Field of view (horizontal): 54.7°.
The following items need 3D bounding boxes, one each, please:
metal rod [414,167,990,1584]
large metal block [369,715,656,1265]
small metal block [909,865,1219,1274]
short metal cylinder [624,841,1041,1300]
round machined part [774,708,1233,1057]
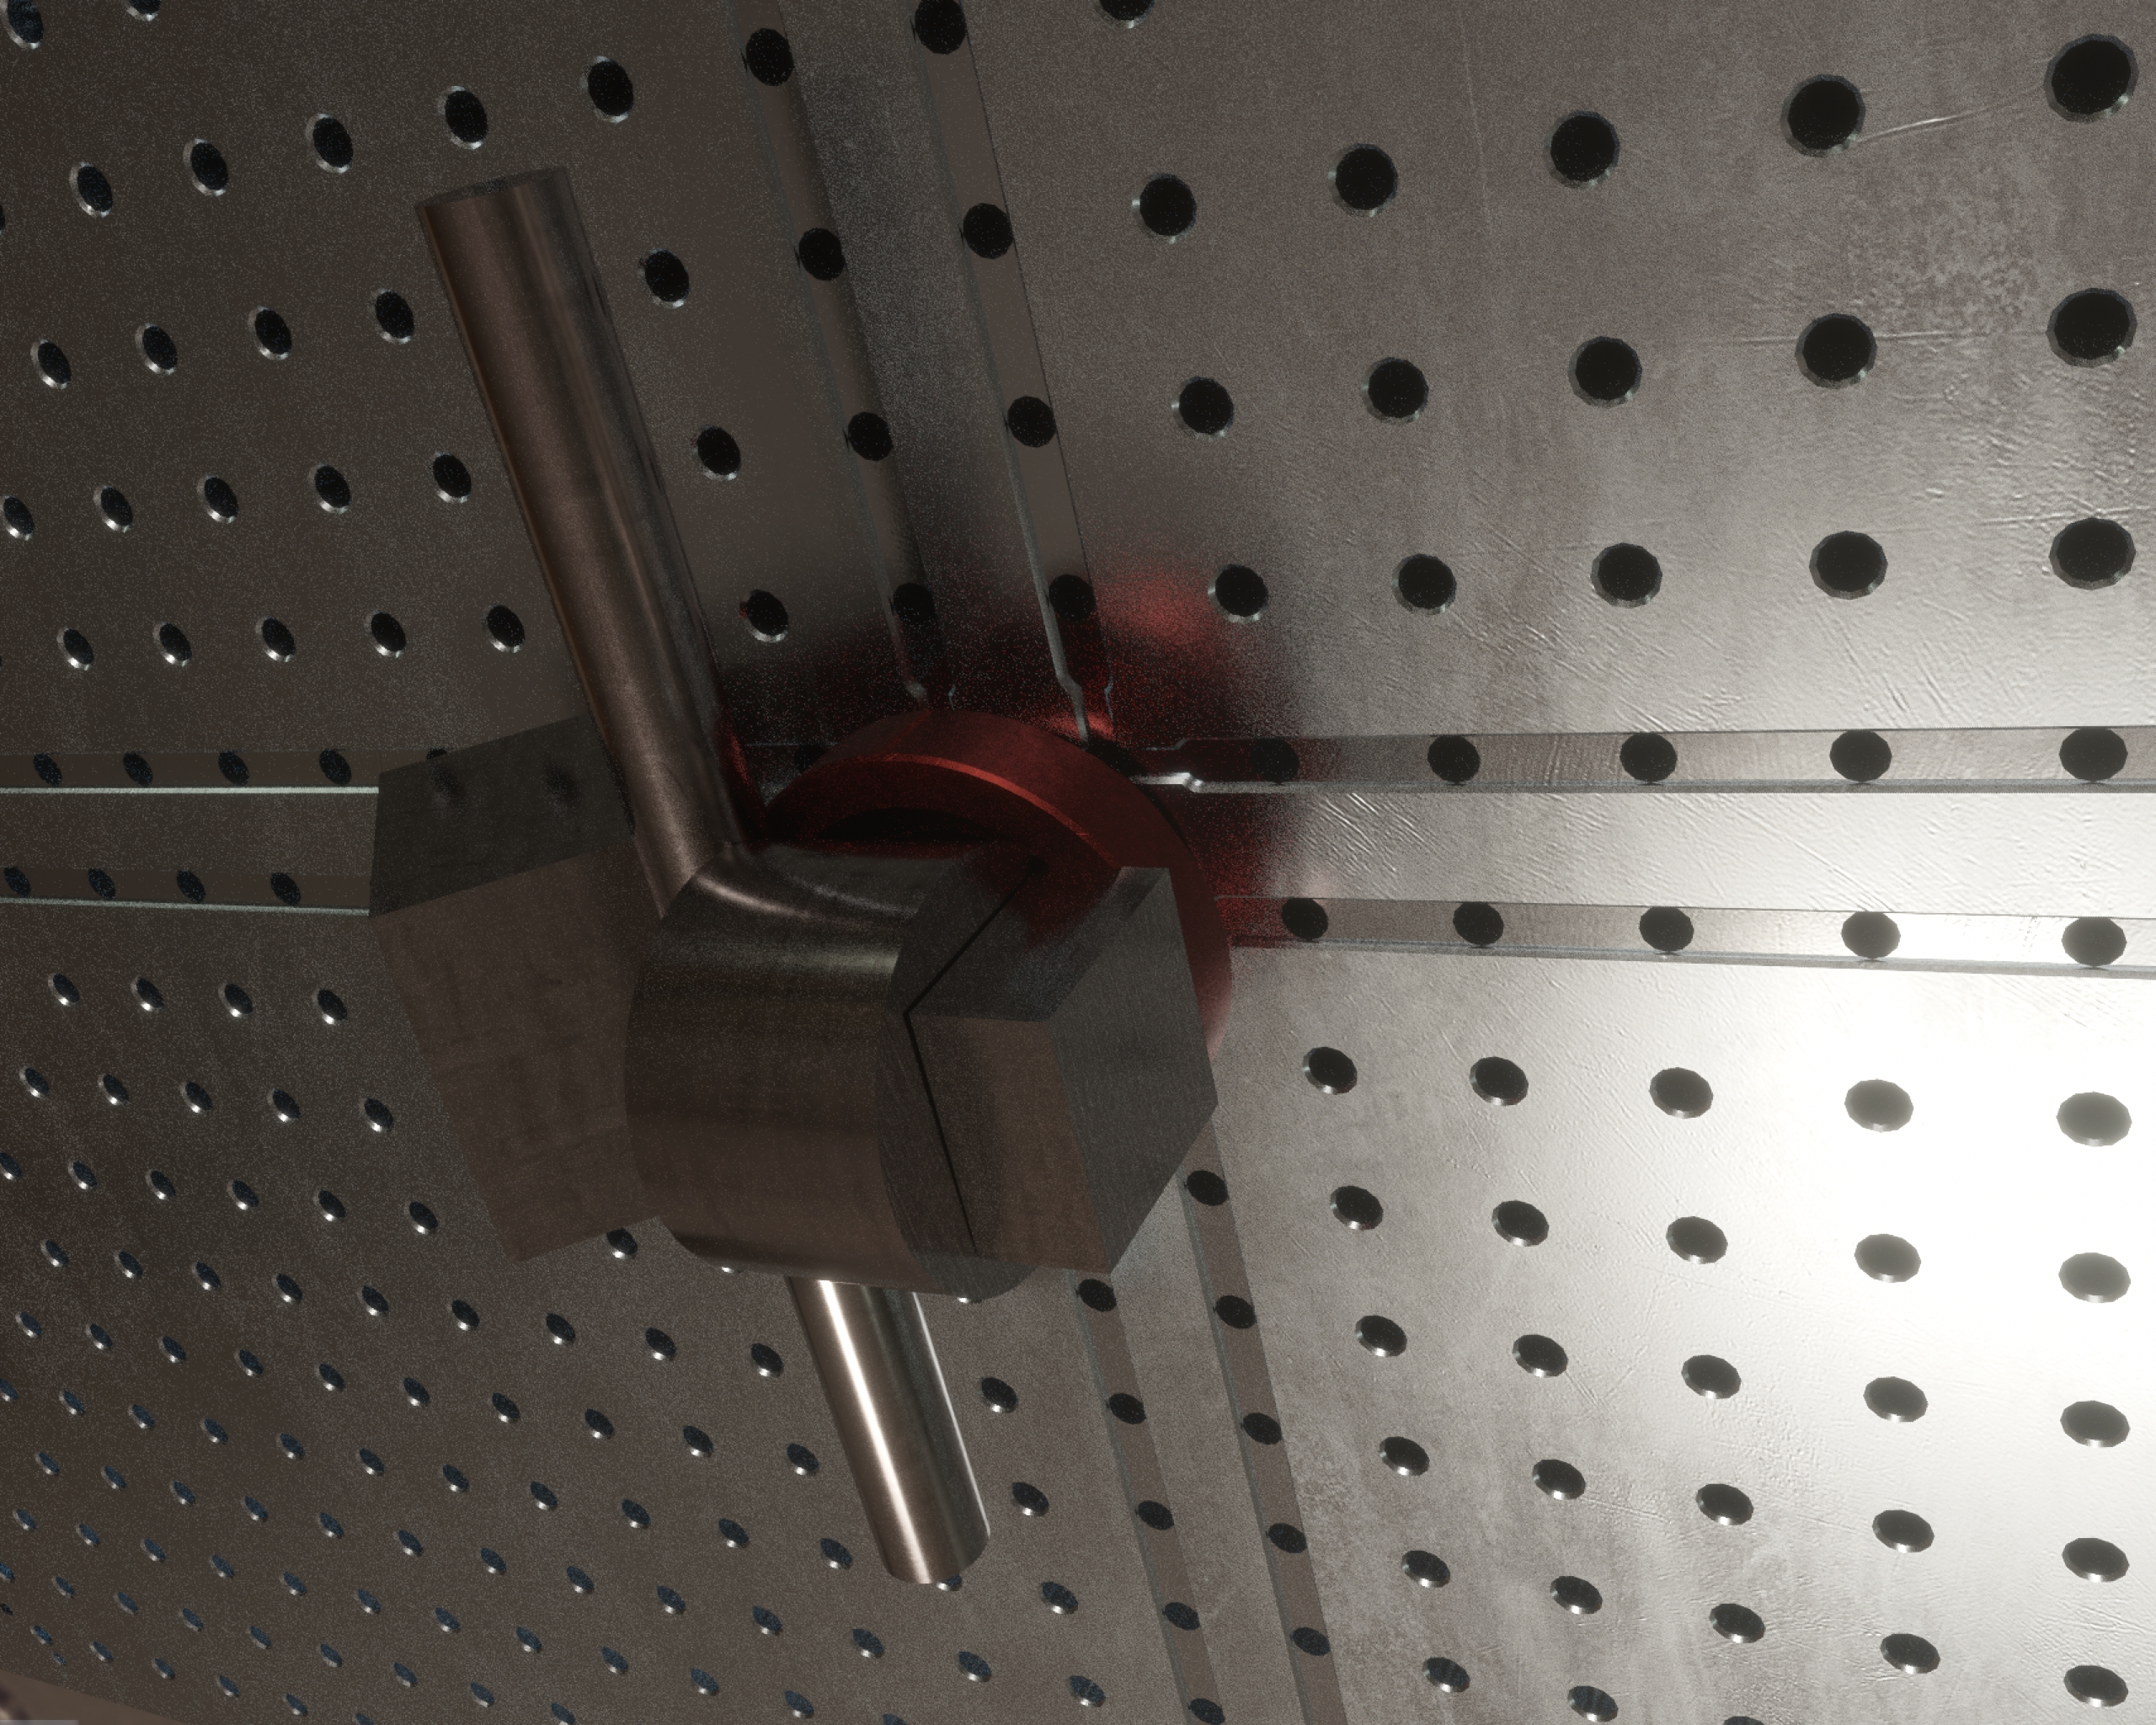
[{"bbox_3d":[-0.064,0.021,0.402,0.025,0.025,0.298,1,119,27],"label":"metal rod"},{"bbox_3d":[-0.108,0.023,0.437,0.050,0.080,0.079,-18,116,-9],"label":"large metal block"},{"bbox_3d":[-0.001,0.034,0.361,0.025,0.050,0.050,1,119,27],"label":"small metal block"},{"bbox_3d":[-0.036,0.036,0.376,0.050,0.080,0.079,1,119,27],"label":"short metal cylinder"},{"bbox_3d":[-0.015,0.013,0.413,0.098,0.042,0.097,13,124,20],"label":"round machined part"}]
